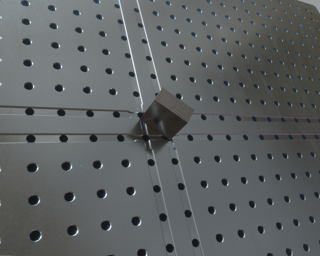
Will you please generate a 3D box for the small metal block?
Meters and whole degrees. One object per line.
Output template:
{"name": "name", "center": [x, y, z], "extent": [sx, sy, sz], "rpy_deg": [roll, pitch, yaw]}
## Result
{"name": "small metal block", "center": [0.009, -0.017, 0.409], "extent": [0.050, 0.050, 0.025], "rpy_deg": [35, 51, -6]}
